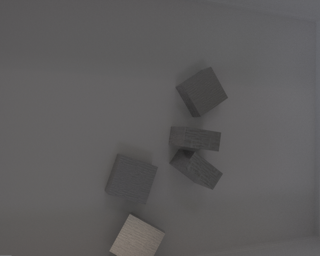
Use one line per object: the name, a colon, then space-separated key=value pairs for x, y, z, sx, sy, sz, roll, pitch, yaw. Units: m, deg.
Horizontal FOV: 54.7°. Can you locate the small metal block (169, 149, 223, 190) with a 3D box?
small metal block: x=0.047 y=0.054 z=0.415 sx=0.050 sy=0.050 sz=0.025 roll=38 pitch=78 yaw=-16

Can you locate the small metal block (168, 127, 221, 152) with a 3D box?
small metal block: x=0.045 y=0.014 z=0.414 sx=0.050 sy=0.050 sz=0.025 roll=9 pitch=87 yaw=-20

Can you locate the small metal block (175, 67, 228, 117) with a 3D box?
small metal block: x=0.058 y=-0.050 z=0.432 sx=0.050 sy=0.025 sz=0.050 roll=-34 pitch=101 yaw=-17

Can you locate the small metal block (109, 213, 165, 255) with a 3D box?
small metal block: x=-0.028 y=0.142 z=0.392 sx=0.050 sy=0.025 sz=0.050 roll=28 pitch=80 yaw=4

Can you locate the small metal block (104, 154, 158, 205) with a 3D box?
small metal block: x=-0.037 y=0.065 z=0.397 sx=0.050 sy=0.025 sz=0.050 roll=21 pitch=83 yaw=-19
